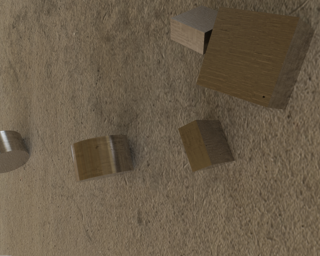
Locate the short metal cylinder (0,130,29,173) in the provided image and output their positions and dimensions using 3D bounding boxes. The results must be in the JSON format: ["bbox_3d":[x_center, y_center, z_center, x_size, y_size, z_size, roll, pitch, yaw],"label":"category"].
[{"bbox_3d":[-0.316,0.049,0.630,0.080,0.081,0.050,-47,62,30],"label":"short metal cylinder"}]

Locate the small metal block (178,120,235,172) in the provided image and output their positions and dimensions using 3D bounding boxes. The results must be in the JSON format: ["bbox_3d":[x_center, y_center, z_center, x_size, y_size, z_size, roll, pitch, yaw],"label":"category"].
[{"bbox_3d":[0.052,0.019,0.346,0.025,0.050,0.050,-28,72,36],"label":"small metal block"}]

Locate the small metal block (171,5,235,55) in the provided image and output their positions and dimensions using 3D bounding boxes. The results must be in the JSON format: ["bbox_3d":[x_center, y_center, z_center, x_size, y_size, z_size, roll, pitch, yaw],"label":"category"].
[{"bbox_3d":[0.047,-0.111,0.346,0.050,0.050,0.025,37,145,34],"label":"small metal block"}]

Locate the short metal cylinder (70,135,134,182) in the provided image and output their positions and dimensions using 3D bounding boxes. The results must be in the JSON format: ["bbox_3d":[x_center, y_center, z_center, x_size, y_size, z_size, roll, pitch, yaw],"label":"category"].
[{"bbox_3d":[-0.081,0.044,0.436,0.080,0.081,0.050,-20,78,38],"label":"short metal cylinder"}]

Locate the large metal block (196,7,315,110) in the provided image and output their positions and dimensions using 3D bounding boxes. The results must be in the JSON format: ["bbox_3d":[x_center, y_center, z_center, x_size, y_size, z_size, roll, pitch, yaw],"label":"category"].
[{"bbox_3d":[0.094,-0.070,0.311,0.080,0.050,0.079,25,106,37],"label":"large metal block"}]
